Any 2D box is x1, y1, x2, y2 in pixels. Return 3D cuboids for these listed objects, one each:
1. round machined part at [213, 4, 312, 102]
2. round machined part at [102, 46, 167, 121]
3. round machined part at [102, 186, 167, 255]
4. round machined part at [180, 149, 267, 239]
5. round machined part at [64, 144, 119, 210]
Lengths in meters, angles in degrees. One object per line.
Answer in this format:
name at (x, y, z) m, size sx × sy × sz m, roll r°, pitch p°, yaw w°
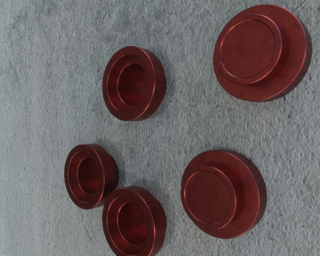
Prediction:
round machined part at (0.096, -0.076, 0.314) m, size 0.098 × 0.042 × 0.097 m, roll 0°, pitch 90°, yaw 40°
round machined part at (-0.030, -0.058, 0.419) m, size 0.098 × 0.042 × 0.097 m, roll 0°, pitch 90°, yaw 40°
round machined part at (-0.030, 0.127, 0.419) m, size 0.098 × 0.042 × 0.097 m, roll 0°, pitch 90°, yaw 40°
round machined part at (0.062, 0.073, 0.343) m, size 0.098 × 0.042 × 0.097 m, roll 0°, pitch 90°, yaw 40°
round machined part at (-0.102, 0.072, 0.478) m, size 0.098 × 0.042 × 0.097 m, roll 0°, pitch 90°, yaw 40°
